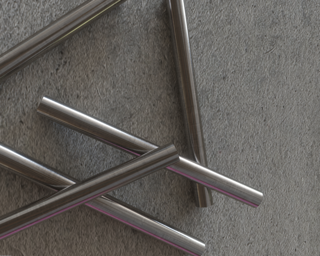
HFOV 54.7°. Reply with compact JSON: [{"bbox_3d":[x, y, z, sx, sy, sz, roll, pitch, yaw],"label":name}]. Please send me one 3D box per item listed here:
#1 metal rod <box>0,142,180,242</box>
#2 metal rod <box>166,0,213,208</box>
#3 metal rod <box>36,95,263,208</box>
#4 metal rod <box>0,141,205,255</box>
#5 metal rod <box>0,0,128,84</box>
[{"bbox_3d":[-0.119,0.086,0.341,0.302,0.025,0.025,-23,98,-10],"label":"metal rod"},{"bbox_3d":[0.040,-0.041,0.423,0.025,0.025,0.298,-10,93,-20],"label":"metal rod"},{"bbox_3d":[-0.003,0.035,0.389,0.301,0.025,0.025,25,82,-12],"label":"metal rod"},{"bbox_3d":[-0.069,0.094,0.383,0.301,0.025,0.025,31,80,-18],"label":"metal rod"},{"bbox_3d":[-0.158,-0.081,0.350,0.301,0.025,0.025,-40,103,-16],"label":"metal rod"}]
